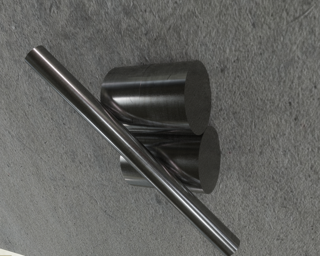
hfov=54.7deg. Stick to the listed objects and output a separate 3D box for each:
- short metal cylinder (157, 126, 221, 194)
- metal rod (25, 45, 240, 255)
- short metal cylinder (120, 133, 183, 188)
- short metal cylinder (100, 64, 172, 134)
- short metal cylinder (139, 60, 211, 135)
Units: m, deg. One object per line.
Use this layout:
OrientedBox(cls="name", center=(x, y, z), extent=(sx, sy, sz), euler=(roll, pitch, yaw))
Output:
OrientedBox(cls="short metal cylinder", center=(0.037, 0.037, 0.376), extent=(0.050, 0.080, 0.080), euler=(1, 119, 28))
OrientedBox(cls="metal rod", center=(-0.026, 0.028, 0.336), extent=(0.300, 0.025, 0.025), euler=(45, 129, -4))
OrientedBox(cls="short metal cylinder", center=(-0.007, 0.037, 0.400), extent=(0.050, 0.080, 0.080), euler=(1, 119, 28))
OrientedBox(cls="short metal cylinder", center=(-0.025, -0.033, 0.365), extent=(0.050, 0.080, 0.080), euler=(1, 119, 28))
OrientedBox(cls="short metal cylinder", center=(0.020, -0.032, 0.343), extent=(0.050, 0.080, 0.080), euler=(1, 119, 28))
